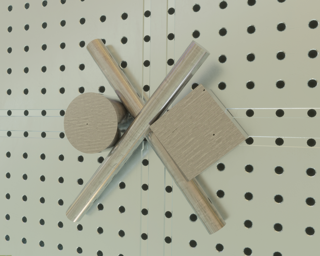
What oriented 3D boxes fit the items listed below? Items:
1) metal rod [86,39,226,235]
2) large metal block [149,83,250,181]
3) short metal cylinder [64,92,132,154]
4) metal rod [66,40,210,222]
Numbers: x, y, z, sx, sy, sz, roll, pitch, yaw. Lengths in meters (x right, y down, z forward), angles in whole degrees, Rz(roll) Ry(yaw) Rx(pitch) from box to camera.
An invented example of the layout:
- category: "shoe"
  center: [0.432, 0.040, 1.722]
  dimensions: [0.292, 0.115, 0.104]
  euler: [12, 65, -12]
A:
- category: "metal rod"
  center: [-0.011, 0.003, 0.412]
  dimensions: [0.025, 0.025, 0.299]
  euler: [-37, 78, 16]
- category: "large metal block"
  center: [0.049, 0.005, 0.377]
  dimensions: [0.080, 0.050, 0.080]
  euler: [-40, 78, 15]
- category: "short metal cylinder"
  center: [-0.082, -0.007, 0.424]
  dimensions: [0.080, 0.050, 0.079]
  euler: [0, 90, 20]
- category: "metal rod"
  center: [-0.040, 0.018, 0.400]
  dimensions: [0.025, 0.025, 0.299]
  euler: [44, 112, 14]
